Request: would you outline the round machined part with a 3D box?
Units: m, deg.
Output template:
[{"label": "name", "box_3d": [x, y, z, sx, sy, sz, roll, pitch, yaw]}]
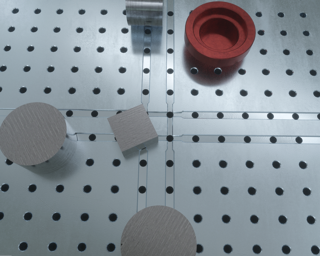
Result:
[{"label": "round machined part", "box_3d": [0.084, -0.131, 0.451, 0.099, 0.042, 0.098, 0, 70, 0]}]

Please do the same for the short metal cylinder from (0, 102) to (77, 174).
[{"label": "short metal cylinder", "box_3d": [-0.152, 0.014, 0.392, 0.081, 0.050, 0.080, 0, 70, 0]}]

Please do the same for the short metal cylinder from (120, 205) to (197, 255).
[{"label": "short metal cylinder", "box_3d": [-0.001, 0.131, 0.350, 0.081, 0.050, 0.080, 0, 70, 0]}]

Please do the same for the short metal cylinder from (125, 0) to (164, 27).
[{"label": "short metal cylinder", "box_3d": [-0.020, -0.190, 0.452, 0.050, 0.080, 0.080, 3, 70, 1]}]

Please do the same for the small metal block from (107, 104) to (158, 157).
[{"label": "small metal block", "box_3d": [-0.035, 0.003, 0.410, 0.050, 0.025, 0.050, -23, 72, -8]}]
